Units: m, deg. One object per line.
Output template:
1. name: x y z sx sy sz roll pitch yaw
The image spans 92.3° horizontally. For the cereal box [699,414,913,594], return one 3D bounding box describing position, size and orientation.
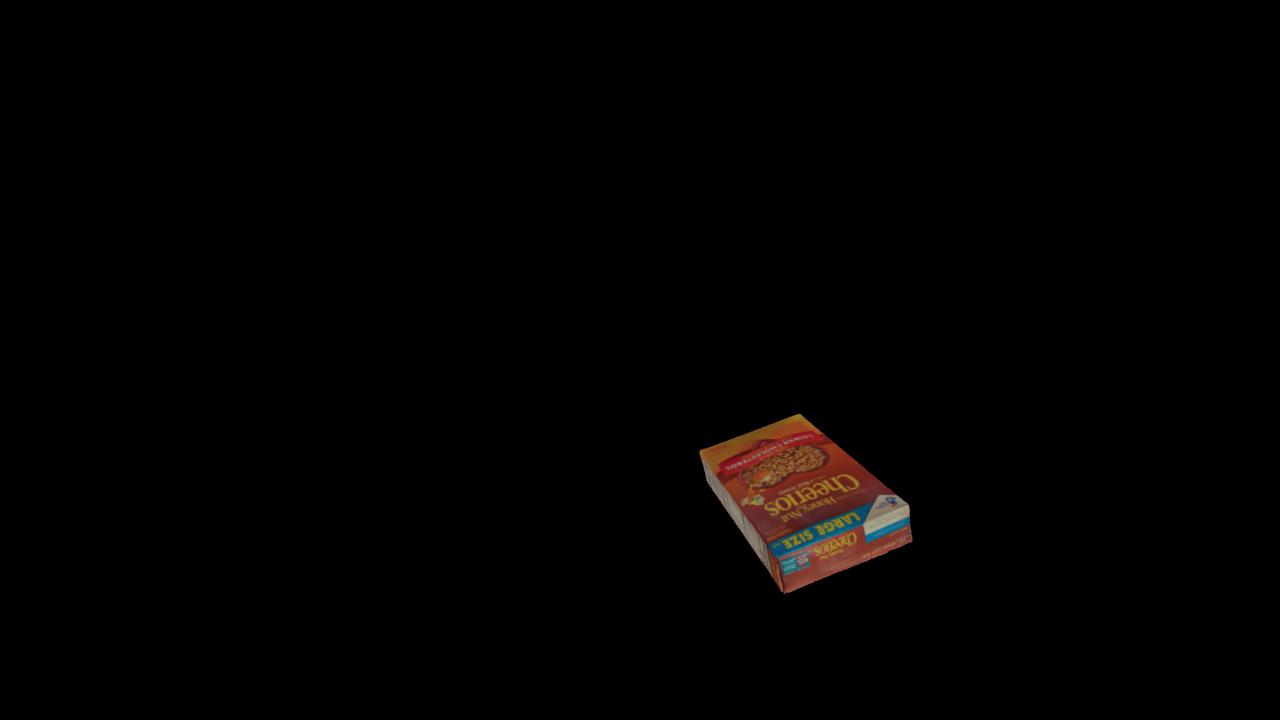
1. cereal box: 0.241 0.205 0.961 0.203 0.081 0.306 -19 23 -8
